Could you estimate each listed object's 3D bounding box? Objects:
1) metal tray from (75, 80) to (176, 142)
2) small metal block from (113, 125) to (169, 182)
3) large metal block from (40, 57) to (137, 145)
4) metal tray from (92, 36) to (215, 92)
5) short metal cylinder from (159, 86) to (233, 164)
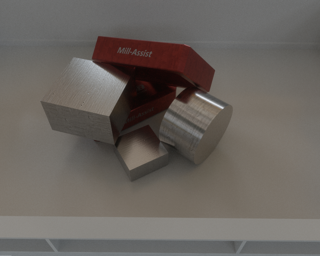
[{"bbox_3d":[-0.054,-0.045,0.436,0.131,0.030,0.090,-27,55,-22],"label":"metal tray"},{"bbox_3d":[-0.024,0.030,0.378,0.050,0.025,0.050,-23,54,-19],"label":"small metal block"},{"bbox_3d":[-0.080,-0.034,0.373,0.080,0.050,0.080,13,51,10],"label":"large metal block"},{"bbox_3d":[-0.008,-0.080,0.390,0.130,0.090,0.030,15,89,30],"label":"metal tray"},{"bbox_3d":[0.044,-0.004,0.372,0.050,0.080,0.080,32,57,24],"label":"short metal cylinder"}]
